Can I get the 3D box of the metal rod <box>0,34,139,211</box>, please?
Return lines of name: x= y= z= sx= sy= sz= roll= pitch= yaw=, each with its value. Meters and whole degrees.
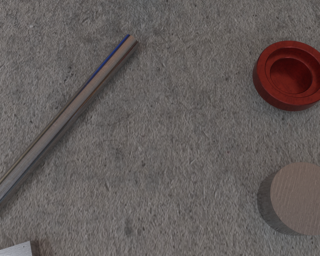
metal rod: x=-0.126 y=-0.012 z=0.410 sx=0.025 sy=0.025 sz=0.300 roll=33 pitch=73 yaw=11

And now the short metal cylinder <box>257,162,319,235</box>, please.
short metal cylinder: x=0.162 y=0.085 z=0.366 sx=0.081 sy=0.050 sz=0.080 roll=0 pitch=70 yaw=0

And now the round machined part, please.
round machined part: x=0.176 y=-0.067 z=0.426 sx=0.099 sy=0.042 sz=0.098 roll=0 pitch=70 yaw=-1

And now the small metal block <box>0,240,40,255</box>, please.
small metal block: x=-0.163 y=0.160 z=0.348 sx=0.050 sy=0.025 sz=0.050 roll=-16 pitch=71 yaw=-6
